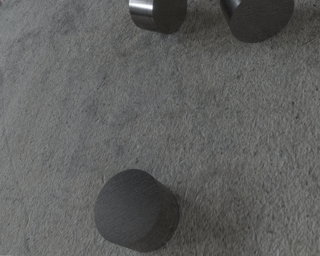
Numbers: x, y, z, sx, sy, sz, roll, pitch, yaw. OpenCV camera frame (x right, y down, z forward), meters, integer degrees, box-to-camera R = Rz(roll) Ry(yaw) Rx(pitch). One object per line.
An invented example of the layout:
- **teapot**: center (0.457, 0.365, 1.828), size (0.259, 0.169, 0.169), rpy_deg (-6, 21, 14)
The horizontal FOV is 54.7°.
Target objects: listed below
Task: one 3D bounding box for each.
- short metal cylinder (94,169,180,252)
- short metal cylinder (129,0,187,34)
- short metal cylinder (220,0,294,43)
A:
- **short metal cylinder**: center (-0.025, 0.092, 0.344), size (0.080, 0.050, 0.080), rpy_deg (-13, 56, 21)
- **short metal cylinder**: center (-0.002, -0.193, 0.488), size (0.050, 0.080, 0.080), rpy_deg (25, 75, 37)
- **short metal cylinder**: center (0.123, -0.158, 0.401), size (0.080, 0.080, 0.050), rpy_deg (-22, 54, 15)
